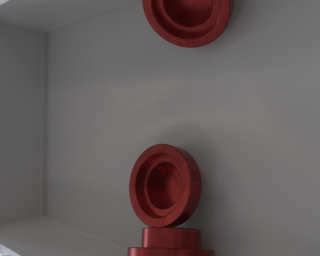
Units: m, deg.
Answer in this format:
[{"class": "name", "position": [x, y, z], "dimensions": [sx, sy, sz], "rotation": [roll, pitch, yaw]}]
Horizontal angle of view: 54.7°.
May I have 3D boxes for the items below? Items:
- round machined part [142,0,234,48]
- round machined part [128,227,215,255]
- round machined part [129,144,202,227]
[{"class": "round machined part", "position": [0.034, -0.143, 0.346], "dimensions": [0.098, 0.098, 0.042], "rotation": [-16, 36, 39]}, {"class": "round machined part", "position": [0.013, 0.137, 0.353], "dimensions": [0.098, 0.098, 0.042], "rotation": [-17, 61, 39]}, {"class": "round machined part", "position": [0.011, 0.070, 0.378], "dimensions": [0.098, 0.042, 0.098], "rotation": [-13, 69, 40]}]
